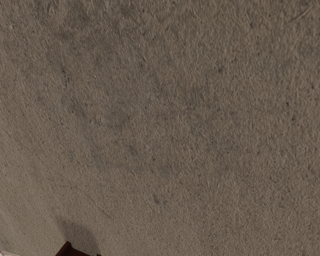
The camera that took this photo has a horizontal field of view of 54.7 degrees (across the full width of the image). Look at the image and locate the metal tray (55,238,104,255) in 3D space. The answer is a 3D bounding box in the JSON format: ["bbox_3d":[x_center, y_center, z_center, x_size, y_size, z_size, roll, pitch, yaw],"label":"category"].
[{"bbox_3d":[-0.186,0.299,0.636,0.090,0.131,0.030,14,128,20],"label":"metal tray"}]
